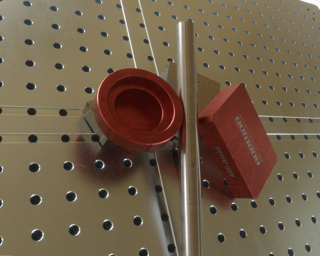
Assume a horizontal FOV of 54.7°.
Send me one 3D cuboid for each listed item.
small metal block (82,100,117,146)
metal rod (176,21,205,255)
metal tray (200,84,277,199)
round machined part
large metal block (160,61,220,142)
[{"bbox_3d":[-0.058,-0.013,0.381,0.050,0.025,0.050,-25,75,-37],"label":"small metal block"},{"bbox_3d":[0.034,0.015,0.362,0.025,0.025,0.299,6,75,-25],"label":"metal rod"},{"bbox_3d":[0.106,0.018,0.414,0.090,0.030,0.130,-45,113,-38],"label":"metal tray"},{"bbox_3d":[-0.027,-0.016,0.353,0.099,0.042,0.098,11,58,-19],"label":"round machined part"},{"bbox_3d":[0.034,-0.033,0.427,0.080,0.050,0.080,21,54,-16],"label":"large metal block"}]
